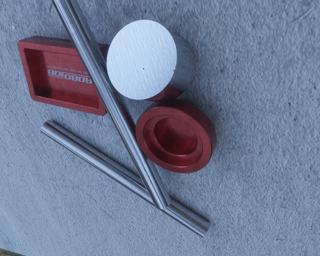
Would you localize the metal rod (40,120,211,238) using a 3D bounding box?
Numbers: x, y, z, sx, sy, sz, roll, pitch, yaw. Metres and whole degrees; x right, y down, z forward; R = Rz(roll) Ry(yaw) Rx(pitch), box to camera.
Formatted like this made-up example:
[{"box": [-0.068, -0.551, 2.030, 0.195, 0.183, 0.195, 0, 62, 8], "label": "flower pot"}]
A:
[{"box": [-0.058, 0.076, 0.483, 0.301, 0.025, 0.025, 32, 129, 7], "label": "metal rod"}]

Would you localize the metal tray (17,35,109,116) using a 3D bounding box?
[{"box": [-0.126, -0.073, 0.424, 0.130, 0.030, 0.089, 12, 124, 21], "label": "metal tray"}]

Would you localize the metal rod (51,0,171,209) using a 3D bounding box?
[{"box": [-0.050, -0.015, 0.390, 0.025, 0.025, 0.299, -7, 119, 31], "label": "metal rod"}]

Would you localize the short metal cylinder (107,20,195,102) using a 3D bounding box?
[{"box": [-0.009, -0.069, 0.333, 0.080, 0.050, 0.079, 1, 91, 26], "label": "short metal cylinder"}]

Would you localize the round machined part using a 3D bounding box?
[{"box": [0.023, 0.006, 0.384, 0.098, 0.042, 0.097, 14, 129, 19], "label": "round machined part"}]
